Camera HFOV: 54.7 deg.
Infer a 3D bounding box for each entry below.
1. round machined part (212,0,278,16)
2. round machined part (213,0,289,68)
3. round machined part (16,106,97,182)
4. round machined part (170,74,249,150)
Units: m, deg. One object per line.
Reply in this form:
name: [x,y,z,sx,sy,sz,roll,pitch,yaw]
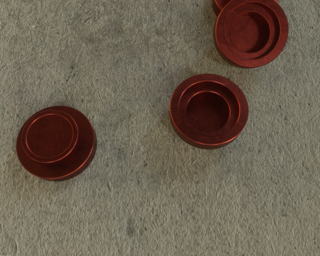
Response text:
round machined part: [0.132,-0.204,0.474,0.099,0.042,0.098,0,70,0]
round machined part: [0.123,-0.132,0.435,0.099,0.042,0.097,0,96,-1]
round machined part: [-0.133,0.016,0.392,0.099,0.042,0.098,0,70,0]
round machined part: [0.061,-0.018,0.406,0.099,0.042,0.098,0,70,0]
